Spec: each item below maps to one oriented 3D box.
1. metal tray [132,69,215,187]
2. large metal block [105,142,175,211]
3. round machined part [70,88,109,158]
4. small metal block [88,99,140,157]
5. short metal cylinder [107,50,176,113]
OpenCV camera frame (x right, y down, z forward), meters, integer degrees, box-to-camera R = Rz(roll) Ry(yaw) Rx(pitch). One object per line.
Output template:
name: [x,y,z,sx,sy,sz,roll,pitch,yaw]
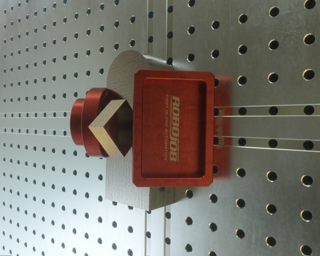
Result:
metal tray: [0.014,0.001,0.357,0.030,0.091,0.129,-174,85,-83]
large metal block: [-0.027,0.058,0.415,0.080,0.050,0.079,3,92,40]
round machined part: [-0.093,-0.007,0.433,0.042,0.098,0.097,1,91,7]
small metal block: [-0.052,0.000,0.381,0.025,0.050,0.050,0,132,37]
short metal cylinder: [-0.025,-0.059,0.413,0.080,0.050,0.080,0,90,40]
